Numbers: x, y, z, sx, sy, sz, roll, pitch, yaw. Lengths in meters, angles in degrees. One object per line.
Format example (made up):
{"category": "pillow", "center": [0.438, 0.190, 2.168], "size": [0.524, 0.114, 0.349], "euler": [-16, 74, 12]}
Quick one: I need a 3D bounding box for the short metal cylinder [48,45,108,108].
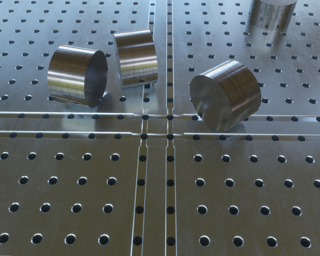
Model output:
{"category": "short metal cylinder", "center": [-0.112, -0.071, 0.431], "size": [0.050, 0.080, 0.080], "euler": [11, 51, 9]}

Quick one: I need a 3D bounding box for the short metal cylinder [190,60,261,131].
{"category": "short metal cylinder", "center": [0.085, -0.042, 0.408], "size": [0.050, 0.080, 0.080], "euler": [-29, 56, -22]}

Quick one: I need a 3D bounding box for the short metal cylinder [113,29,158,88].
{"category": "short metal cylinder", "center": [-0.037, -0.102, 0.457], "size": [0.050, 0.080, 0.080], "euler": [-11, 51, -9]}

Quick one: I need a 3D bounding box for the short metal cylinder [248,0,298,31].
{"category": "short metal cylinder", "center": [0.211, -0.228, 0.585], "size": [0.081, 0.050, 0.080], "euler": [0, 50, 0]}
